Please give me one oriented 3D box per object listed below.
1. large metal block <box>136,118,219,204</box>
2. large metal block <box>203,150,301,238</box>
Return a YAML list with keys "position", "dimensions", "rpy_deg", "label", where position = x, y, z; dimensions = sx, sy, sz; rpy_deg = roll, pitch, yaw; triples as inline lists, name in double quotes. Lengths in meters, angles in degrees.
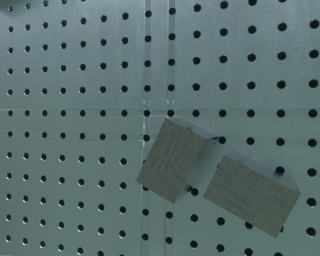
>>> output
- position: [0.024, 0.036, 0.375]
  dimensions: [0.050, 0.080, 0.080]
  rpy_deg: [28, 99, 18]
  label: "large metal block"
- position: [0.103, 0.067, 0.347]
  dimensions: [0.080, 0.080, 0.050]
  rpy_deg: [27, 99, 18]
  label: "large metal block"
